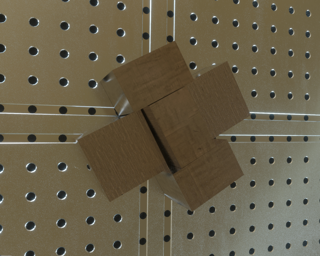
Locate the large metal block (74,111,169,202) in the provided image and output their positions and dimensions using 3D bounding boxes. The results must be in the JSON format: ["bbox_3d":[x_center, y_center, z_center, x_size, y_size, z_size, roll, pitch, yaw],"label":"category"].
[{"bbox_3d":[-0.049,0.031,0.382,0.080,0.050,0.080,-28,99,-18],"label":"large metal block"}]

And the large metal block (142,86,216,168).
[{"bbox_3d":[0.013,-0.001,0.388,0.050,0.080,0.080,-30,100,-17],"label":"large metal block"}]

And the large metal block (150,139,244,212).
[{"bbox_3d":[0.044,0.055,0.399,0.080,0.080,0.050,-30,100,-18],"label":"large metal block"}]

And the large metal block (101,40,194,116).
[{"bbox_3d":[-0.019,-0.057,0.376,0.080,0.080,0.050,-30,100,-17],"label":"large metal block"}]

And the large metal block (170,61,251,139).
[{"bbox_3d":[0.063,-0.034,0.421,0.080,0.050,0.080,-30,102,-17],"label":"large metal block"}]
